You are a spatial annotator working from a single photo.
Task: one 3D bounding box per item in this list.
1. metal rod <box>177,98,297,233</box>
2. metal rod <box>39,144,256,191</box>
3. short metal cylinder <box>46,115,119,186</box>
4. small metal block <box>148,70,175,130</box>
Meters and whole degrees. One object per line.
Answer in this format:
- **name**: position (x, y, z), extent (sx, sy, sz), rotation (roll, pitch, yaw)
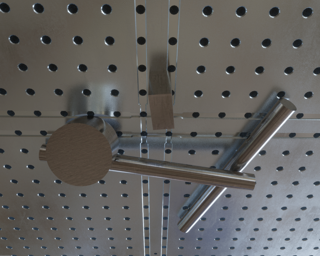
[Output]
- **metal rod**: position (0.102, 0.075, 0.476), extent (0.025, 0.025, 0.298), rotation (18, 128, -15)
- **metal rod**: position (-0.017, 0.056, 0.440), extent (0.302, 0.025, 0.025), rotation (8, 130, 0)
- **short metal cylinder**: position (-0.097, 0.027, 0.397), extent (0.080, 0.050, 0.079), rotation (0, 103, 2)
- **small metal block**: position (0.002, -0.033, 0.367), extent (0.025, 0.050, 0.050), rotation (-4, 130, 3)
